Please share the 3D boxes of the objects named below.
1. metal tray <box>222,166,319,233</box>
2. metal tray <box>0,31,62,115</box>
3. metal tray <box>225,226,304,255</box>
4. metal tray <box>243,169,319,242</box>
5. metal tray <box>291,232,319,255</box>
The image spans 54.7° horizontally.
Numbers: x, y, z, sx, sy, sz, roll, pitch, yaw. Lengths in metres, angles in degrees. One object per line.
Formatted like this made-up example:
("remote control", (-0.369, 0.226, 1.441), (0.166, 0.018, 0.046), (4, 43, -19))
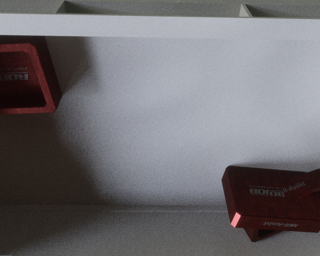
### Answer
("metal tray", (0.164, 0.103, 0.456), (0.131, 0.090, 0.030), (5, 129, -5))
("metal tray", (-0.189, -0.059, 0.352), (0.131, 0.030, 0.089), (-2, 130, 1))
("metal tray", (0.194, 0.230, 0.572), (0.130, 0.030, 0.089), (-1, 124, 24))
("metal tray", (0.196, 0.121, 0.480), (0.131, 0.030, 0.089), (-18, 132, -9))
("metal tray", (0.248, 0.243, 0.619), (0.091, 0.030, 0.129), (7, 130, -7))
